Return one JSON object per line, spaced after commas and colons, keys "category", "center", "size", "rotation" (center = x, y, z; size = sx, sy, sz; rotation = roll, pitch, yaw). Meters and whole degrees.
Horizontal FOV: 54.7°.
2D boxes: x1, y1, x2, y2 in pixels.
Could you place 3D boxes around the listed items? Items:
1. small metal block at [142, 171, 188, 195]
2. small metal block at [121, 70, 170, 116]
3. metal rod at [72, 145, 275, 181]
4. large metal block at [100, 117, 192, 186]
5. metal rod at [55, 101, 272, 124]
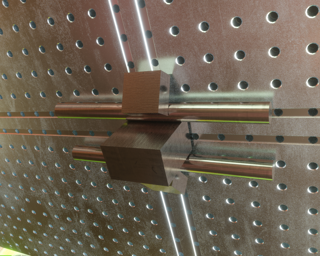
{"category": "small metal block", "center": [0.005, 0.072, 0.433], "size": [0.050, 0.025, 0.050], "rotation": [3, 157, 26]}
{"category": "small metal block", "center": [-0.017, -0.041, 0.375], "size": [0.050, 0.025, 0.050], "rotation": [1, 84, 27]}
{"category": "metal rod", "center": [0.000, 0.045, 0.434], "size": [0.301, 0.025, 0.025], "rotation": [2, 120, 27]}
{"category": "large metal block", "center": [-0.014, 0.025, 0.392], "size": [0.080, 0.080, 0.050], "rotation": [2, 119, 27]}
{"category": "metal rod", "center": [-0.015, -0.022, 0.400], "size": [0.301, 0.025, 0.025], "rotation": [2, 120, 27]}
